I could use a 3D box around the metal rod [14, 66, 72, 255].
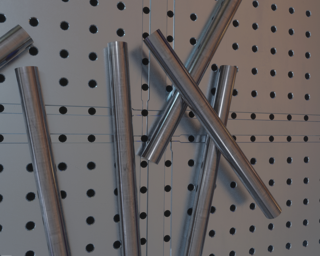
[{"bbox_3d":[-0.130,0.079,0.364,0.025,0.025,0.298,-10,94,-20],"label":"metal rod"}]

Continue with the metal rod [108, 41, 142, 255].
[{"bbox_3d":[-0.044,0.042,0.396,0.025,0.025,0.298,-4,92,-20],"label":"metal rod"}]

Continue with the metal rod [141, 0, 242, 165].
[{"bbox_3d":[0.054,-0.088,0.432,0.025,0.025,0.300,31,80,-18],"label":"metal rod"}]

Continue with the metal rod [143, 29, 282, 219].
[{"bbox_3d":[0.076,0.003,0.412,0.025,0.025,0.300,-40,103,-16],"label":"metal rod"}]

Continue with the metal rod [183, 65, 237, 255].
[{"bbox_3d":[0.069,0.059,0.437,0.025,0.025,0.299,13,86,-20],"label":"metal rod"}]

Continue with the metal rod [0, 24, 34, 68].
[{"bbox_3d":[-0.258,-0.007,0.317,0.301,0.025,0.025,-44,104,-15],"label":"metal rod"}]
